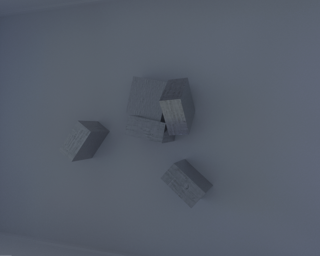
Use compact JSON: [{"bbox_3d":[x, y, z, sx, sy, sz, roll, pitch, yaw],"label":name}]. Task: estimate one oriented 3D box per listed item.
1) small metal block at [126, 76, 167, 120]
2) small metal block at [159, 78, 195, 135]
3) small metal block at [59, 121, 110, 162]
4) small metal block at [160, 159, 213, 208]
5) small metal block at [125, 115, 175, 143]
[{"bbox_3d":[-0.013,-0.039,0.414,0.050,0.025,0.050,13,94,19],"label":"small metal block"},{"bbox_3d":[0.023,-0.026,0.378,0.025,0.050,0.050,-4,126,19],"label":"small metal block"},{"bbox_3d":[-0.105,0.017,0.433,0.025,0.050,0.050,38,102,16],"label":"small metal block"},{"bbox_3d":[0.035,0.067,0.384,0.050,0.050,0.025,43,103,14],"label":"small metal block"},{"bbox_3d":[-0.010,0.001,0.400,0.050,0.050,0.025,13,95,19],"label":"small metal block"}]
